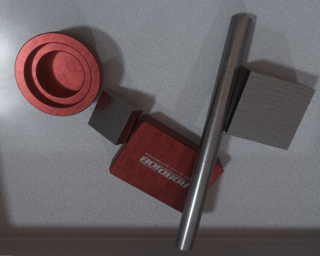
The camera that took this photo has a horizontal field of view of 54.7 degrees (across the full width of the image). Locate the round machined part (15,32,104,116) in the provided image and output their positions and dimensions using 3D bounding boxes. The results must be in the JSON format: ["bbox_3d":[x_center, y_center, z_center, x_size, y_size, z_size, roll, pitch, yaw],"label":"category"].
[{"bbox_3d":[-0.118,-0.067,0.376,0.099,0.042,0.097,0,110,-1],"label":"round machined part"}]

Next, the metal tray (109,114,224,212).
[{"bbox_3d":[0.009,0.052,0.428,0.130,0.030,0.090,32,107,-12],"label":"metal tray"}]

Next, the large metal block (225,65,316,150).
[{"bbox_3d":[0.130,-0.027,0.390,0.081,0.050,0.079,15,109,-6],"label":"large metal block"}]

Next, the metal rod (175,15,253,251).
[{"bbox_3d":[0.065,0.014,0.390,0.025,0.025,0.298,12,99,-5],"label":"metal rod"}]

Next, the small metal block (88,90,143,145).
[{"bbox_3d":[-0.057,-0.014,0.393,0.050,0.025,0.050,35,109,21],"label":"small metal block"}]
